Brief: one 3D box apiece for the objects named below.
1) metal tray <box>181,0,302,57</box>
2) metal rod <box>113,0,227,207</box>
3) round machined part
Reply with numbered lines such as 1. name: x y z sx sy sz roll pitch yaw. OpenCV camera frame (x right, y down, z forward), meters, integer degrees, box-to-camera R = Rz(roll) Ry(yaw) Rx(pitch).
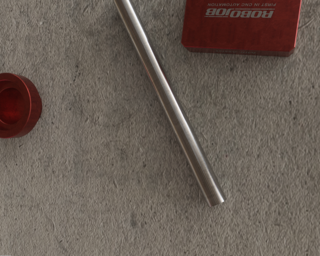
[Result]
1. metal tray: 0.097 -0.136 0.372 0.130 0.030 0.089 8 93 19
2. metal rod: 0.009 -0.042 0.404 0.025 0.025 0.299 -27 81 17
3. round machined part: -0.223 -0.033 0.477 0.098 0.042 0.097 0 90 19
